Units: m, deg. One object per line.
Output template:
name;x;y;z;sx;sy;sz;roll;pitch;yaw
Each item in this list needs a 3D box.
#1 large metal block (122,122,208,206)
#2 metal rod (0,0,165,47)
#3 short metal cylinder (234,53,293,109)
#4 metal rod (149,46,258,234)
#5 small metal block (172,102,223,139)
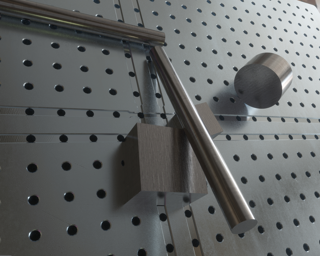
large metal block;0.003;0.045;0.368;0.081;0.050;0.080;8;58;-24
metal rod;-0.132;-0.152;0.430;0.302;0.025;0.025;5;60;-26
short metal cylinder;0.172;-0.079;0.516;0.080;0.080;0.050;46;51;3
metal rod;0.035;-0.014;0.378;0.025;0.025;0.300;5;41;-26
small metal block;0.054;-0.005;0.442;0.050;0.025;0.050;-16;70;-35
